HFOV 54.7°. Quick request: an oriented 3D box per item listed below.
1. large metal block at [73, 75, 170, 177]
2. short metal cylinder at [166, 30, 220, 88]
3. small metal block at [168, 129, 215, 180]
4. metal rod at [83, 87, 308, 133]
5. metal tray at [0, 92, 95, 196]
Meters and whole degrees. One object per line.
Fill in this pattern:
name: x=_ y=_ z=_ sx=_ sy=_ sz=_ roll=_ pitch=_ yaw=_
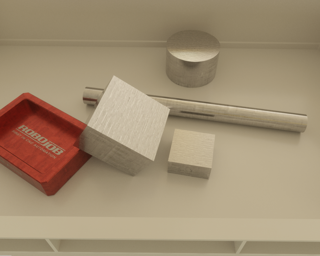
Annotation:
large metal block: x=-0.043 y=-0.002 z=0.368 sx=0.080 sy=0.050 sz=0.080 roll=30 pitch=50 yaw=-15
short metal cylinder: x=0.050 y=-0.108 z=0.480 sx=0.081 sy=0.050 sz=0.080 roll=0 pitch=50 yaw=0
small metal block: x=0.039 y=0.031 z=0.379 sx=0.050 sy=0.025 sz=0.050 roll=9 pitch=51 yaw=7
metal rod: x=0.043 y=-0.026 z=0.427 sx=0.302 sy=0.025 sz=0.025 roll=8 pitch=51 yaw=6
metal tray: x=-0.153 y=0.015 z=0.387 sx=0.130 sy=0.030 sz=0.090 roll=27 pitch=55 yaw=20
